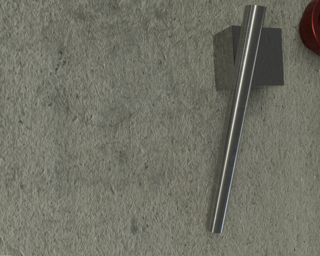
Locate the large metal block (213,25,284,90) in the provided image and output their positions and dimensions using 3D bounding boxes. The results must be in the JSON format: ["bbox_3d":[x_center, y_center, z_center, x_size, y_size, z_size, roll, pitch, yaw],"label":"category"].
[{"bbox_3d":[0.125,-0.097,0.442,0.081,0.050,0.079,-4,91,-20],"label":"large metal block"}]

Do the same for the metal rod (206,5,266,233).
[{"bbox_3d":[0.096,-0.001,0.406,0.025,0.025,0.298,3,104,-20],"label":"metal rod"}]

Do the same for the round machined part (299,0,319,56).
[{"bbox_3d":[0.266,-0.161,0.498,0.099,0.042,0.097,0,90,-20],"label":"round machined part"}]
